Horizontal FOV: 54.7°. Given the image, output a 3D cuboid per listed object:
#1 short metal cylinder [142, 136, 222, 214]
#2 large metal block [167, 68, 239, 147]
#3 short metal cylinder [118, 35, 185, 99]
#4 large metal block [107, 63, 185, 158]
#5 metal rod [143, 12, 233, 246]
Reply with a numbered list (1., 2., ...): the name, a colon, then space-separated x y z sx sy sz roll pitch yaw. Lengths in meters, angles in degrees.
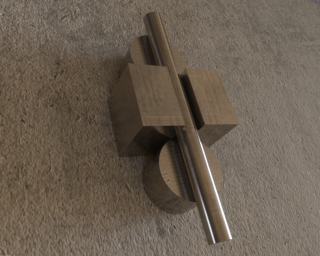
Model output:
1. short metal cylinder: 0.025 0.057 0.369 0.081 0.050 0.080 14 56 -21
2. large metal block: 0.047 -0.021 0.407 0.050 0.080 0.080 -1 62 -29
3. short metal cylinder: -0.012 -0.082 0.432 0.081 0.050 0.080 14 56 -21
4. large metal block: -0.021 -0.019 0.370 0.050 0.080 0.080 -1 62 -29
5. metal rod: 0.024 -0.019 0.365 0.025 0.025 0.299 -1 62 -29
